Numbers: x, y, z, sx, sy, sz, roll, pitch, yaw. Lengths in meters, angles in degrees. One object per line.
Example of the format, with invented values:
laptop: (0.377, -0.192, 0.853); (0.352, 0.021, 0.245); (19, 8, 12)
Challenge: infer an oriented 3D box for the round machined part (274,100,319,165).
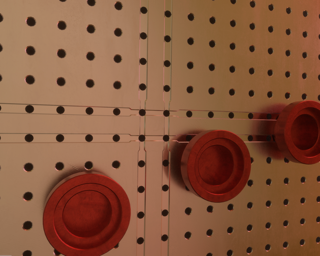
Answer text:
round machined part: (0.220, 0.007, 0.487); (0.099, 0.042, 0.097); (0, 90, -21)

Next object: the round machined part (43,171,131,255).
round machined part: (-0.088, 0.101, 0.372); (0.099, 0.042, 0.097); (0, 90, -21)

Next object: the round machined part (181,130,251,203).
round machined part: (0.073, 0.051, 0.432); (0.099, 0.042, 0.097); (0, 90, -21)
